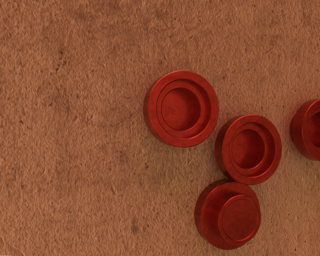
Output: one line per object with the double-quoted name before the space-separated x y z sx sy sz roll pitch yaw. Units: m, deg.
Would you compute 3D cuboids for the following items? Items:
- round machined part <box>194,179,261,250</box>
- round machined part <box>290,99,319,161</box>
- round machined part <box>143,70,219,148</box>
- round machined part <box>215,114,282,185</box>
"round machined part" 0.102 0.124 0.438 0.099 0.042 0.097 0 90 -20
"round machined part" 0.248 0.003 0.491 0.099 0.042 0.097 0 90 -20
"round machined part" 0.024 -0.024 0.409 0.099 0.042 0.097 0 90 -20
"round machined part" 0.121 0.030 0.444 0.099 0.042 0.097 0 90 -20
